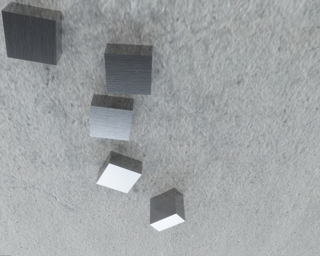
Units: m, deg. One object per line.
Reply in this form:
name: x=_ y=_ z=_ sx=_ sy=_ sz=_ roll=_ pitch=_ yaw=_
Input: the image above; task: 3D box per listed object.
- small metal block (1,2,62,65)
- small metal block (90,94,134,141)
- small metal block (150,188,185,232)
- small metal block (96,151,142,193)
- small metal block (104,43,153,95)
small metal block: x=-0.131 y=-0.097 z=0.322 sx=0.050 sy=0.025 sz=0.050 roll=8 pitch=130 yaw=-8
small metal block: x=-0.062 y=-0.013 z=0.395 sx=0.050 sy=0.025 sz=0.050 roll=7 pitch=130 yaw=-7
small metal block: x=0.011 y=0.133 z=0.504 sx=0.050 sy=0.050 sz=0.025 roll=-29 pitch=125 yaw=22
small metal block: x=-0.061 y=0.067 z=0.463 sx=0.050 sy=0.025 sz=0.050 roll=22 pitch=127 yaw=-19
small metal block: x=-0.035 y=-0.066 z=0.351 sx=0.050 sy=0.025 sz=0.050 roll=2 pitch=130 yaw=-2
